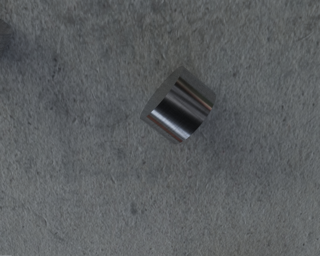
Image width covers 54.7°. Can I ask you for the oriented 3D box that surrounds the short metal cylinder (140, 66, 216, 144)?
[{"bbox_3d":[0.021,-0.027,0.371,0.050,0.080,0.080,38,106,-13],"label":"short metal cylinder"}]

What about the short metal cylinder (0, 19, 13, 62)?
[{"bbox_3d":[-0.213,-0.102,0.340,0.080,0.080,0.050,29,108,-11],"label":"short metal cylinder"}]
